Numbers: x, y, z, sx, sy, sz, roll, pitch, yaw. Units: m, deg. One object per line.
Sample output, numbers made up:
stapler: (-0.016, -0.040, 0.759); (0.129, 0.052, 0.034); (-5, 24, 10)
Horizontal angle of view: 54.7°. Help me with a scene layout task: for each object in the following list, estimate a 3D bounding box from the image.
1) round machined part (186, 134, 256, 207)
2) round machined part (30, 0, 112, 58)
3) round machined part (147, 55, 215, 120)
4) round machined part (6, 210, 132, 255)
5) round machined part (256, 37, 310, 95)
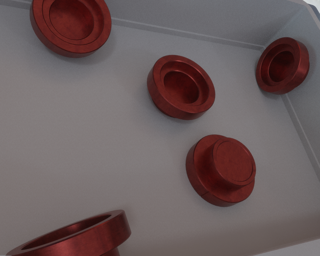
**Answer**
round machined part: (0.087, 0.051, 0.412); (0.099, 0.042, 0.098); (14, 56, -21)
round machined part: (-0.117, -0.139, 0.403); (0.099, 0.042, 0.097); (4, 82, -31)
round machined part: (0.026, -0.053, 0.443); (0.099, 0.042, 0.098); (14, 56, -21)
round machined part: (-0.071, 0.106, 0.259); (0.099, 0.098, 0.042); (-15, 83, -34)
round machined part: (0.220, -0.106, 0.546); (0.042, 0.098, 0.098); (12, 57, -26)
